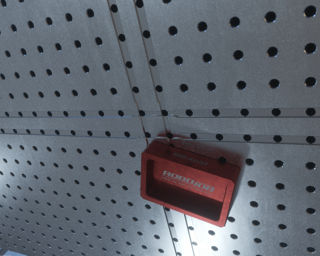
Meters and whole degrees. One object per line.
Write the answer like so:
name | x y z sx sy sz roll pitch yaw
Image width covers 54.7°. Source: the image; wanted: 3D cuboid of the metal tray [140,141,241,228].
metal tray | 0.038 0.078 0.435 0.130 0.030 0.089 16 125 18
